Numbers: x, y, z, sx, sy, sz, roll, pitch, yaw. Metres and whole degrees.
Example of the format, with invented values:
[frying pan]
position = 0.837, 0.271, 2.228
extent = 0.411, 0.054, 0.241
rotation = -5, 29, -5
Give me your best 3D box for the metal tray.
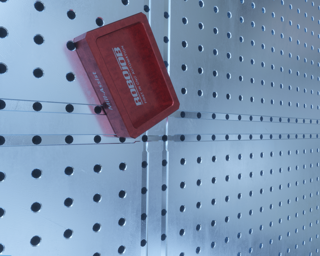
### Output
[metal tray]
position = -0.035, -0.063, 0.378
extent = 0.091, 0.030, 0.129
rotation = -35, 112, -35
